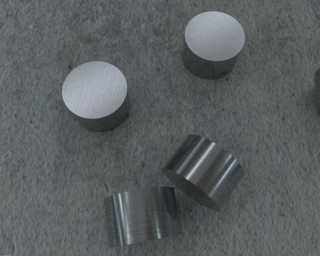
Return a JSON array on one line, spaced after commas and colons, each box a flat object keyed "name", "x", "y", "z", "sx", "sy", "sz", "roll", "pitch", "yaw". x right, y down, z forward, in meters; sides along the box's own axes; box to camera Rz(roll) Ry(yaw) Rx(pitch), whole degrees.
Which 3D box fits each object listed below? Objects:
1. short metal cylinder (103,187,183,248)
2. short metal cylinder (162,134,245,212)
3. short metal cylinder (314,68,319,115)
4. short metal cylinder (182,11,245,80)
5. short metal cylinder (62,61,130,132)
[{"name": "short metal cylinder", "x": -0.019, "y": 0.099, "z": 0.343, "sx": 0.081, "sy": 0.080, "sz": 0.050, "roll": -9, "pitch": 71, "yaw": -4}, {"name": "short metal cylinder", "x": 0.049, "y": 0.052, "z": 0.361, "sx": 0.080, "sy": 0.080, "sz": 0.050, "roll": 35, "pitch": 74, "yaw": 11}, {"name": "short metal cylinder", "x": 0.245, "y": -0.049, "z": 0.400, "sx": 0.080, "sy": 0.080, "sz": 0.050, "roll": 6, "pitch": 70, "yaw": 2}, {"name": "short metal cylinder", "x": 0.073, "y": -0.116, "z": 0.438, "sx": 0.081, "sy": 0.050, "sz": 0.080, "roll": 0, "pitch": 70, "yaw": 0}, {"name": "short metal cylinder", "x": -0.081, "y": -0.040, "z": 0.409, "sx": 0.081, "sy": 0.050, "sz": 0.080, "roll": 0, "pitch": 70, "yaw": 0}]
